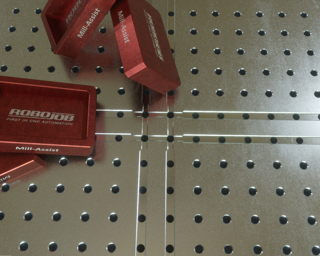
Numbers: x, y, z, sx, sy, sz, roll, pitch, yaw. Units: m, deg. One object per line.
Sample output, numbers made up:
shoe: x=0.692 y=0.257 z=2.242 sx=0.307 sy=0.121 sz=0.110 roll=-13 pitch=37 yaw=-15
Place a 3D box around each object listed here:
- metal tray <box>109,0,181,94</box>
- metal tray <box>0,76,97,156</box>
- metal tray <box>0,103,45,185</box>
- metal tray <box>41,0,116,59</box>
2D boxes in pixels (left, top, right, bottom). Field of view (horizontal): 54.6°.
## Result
metal tray: x=-0.021 y=-0.118 z=0.419 sx=0.030 sy=0.090 sz=0.130 roll=-25 pitch=68 yaw=27
metal tray: x=-0.148 y=-0.015 z=0.388 sx=0.131 sy=0.030 sz=0.090 roll=5 pitch=62 yaw=-16
metal tray: x=-0.228 y=0.032 z=0.396 sx=0.131 sy=0.030 sz=0.090 roll=-25 pitch=72 yaw=-9
metal tray: x=-0.111 y=-0.171 z=0.421 sx=0.129 sy=0.030 sz=0.090 roll=-44 pitch=58 yaw=29
